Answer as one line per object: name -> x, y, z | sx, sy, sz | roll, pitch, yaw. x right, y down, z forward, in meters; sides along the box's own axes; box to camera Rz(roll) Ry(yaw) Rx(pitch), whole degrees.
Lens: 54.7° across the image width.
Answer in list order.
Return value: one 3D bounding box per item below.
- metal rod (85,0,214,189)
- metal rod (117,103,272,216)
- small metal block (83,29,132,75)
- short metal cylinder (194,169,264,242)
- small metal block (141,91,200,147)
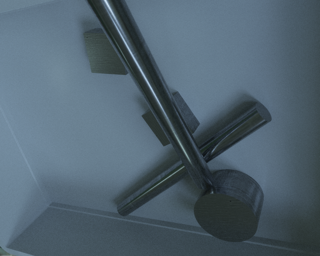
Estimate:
metal rod -> 0.001, -0.025, 0.295 | 0.025, 0.025, 0.299 | -1, 141, 28
metal rod -> 0.026, 0.060, 0.430 | 0.025, 0.025, 0.299 | 45, 129, -4
small metal block -> -0.061, -0.094, 0.381 | 0.050, 0.025, 0.050 | 8, 122, 23
short metal cylinder -> 0.091, 0.101, 0.407 | 0.080, 0.050, 0.079 | 13, 124, 20
small metal block -> 0.014, -0.011, 0.394 | 0.050, 0.025, 0.050 | -27, 104, 37
